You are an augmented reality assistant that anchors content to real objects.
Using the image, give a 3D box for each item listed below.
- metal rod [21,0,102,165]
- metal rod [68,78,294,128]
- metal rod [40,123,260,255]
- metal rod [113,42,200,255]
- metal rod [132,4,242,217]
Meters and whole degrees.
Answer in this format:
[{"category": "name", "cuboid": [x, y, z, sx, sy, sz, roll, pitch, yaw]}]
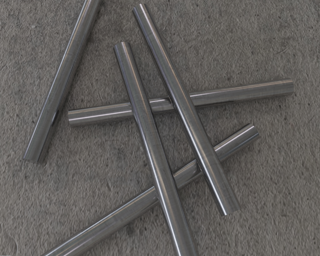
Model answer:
[{"category": "metal rod", "cuboid": [-0.128, -0.094, 0.441, 0.025, 0.025, 0.299, 12, 70, 4]}, {"category": "metal rod", "cuboid": [0.031, -0.035, 0.420, 0.302, 0.025, 0.025, -9, 70, -4]}, {"category": "metal rod", "cuboid": [-0.005, 0.080, 0.378, 0.301, 0.025, 0.025, -31, 73, -11]}, {"category": "metal rod", "cuboid": [-0.007, 0.025, 0.370, 0.025, 0.025, 0.299, -16, 71, -6]}, {"category": "metal rod", "cuboid": [0.026, -0.037, 0.393, 0.025, 0.025, 0.299, -20, 71, -7]}]
